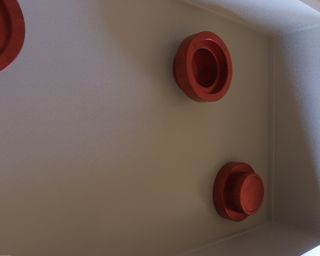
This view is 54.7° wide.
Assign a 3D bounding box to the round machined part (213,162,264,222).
[{"bbox_3d":[0.136,0.106,0.513,0.099,0.042,0.097,0,90,-40],"label":"round machined part"}]

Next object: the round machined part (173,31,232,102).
[{"bbox_3d":[0.057,-0.085,0.446,0.099,0.042,0.097,0,90,-40],"label":"round machined part"}]

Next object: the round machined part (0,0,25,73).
[{"bbox_3d":[-0.169,-0.085,0.254,0.099,0.042,0.097,0,90,-41],"label":"round machined part"}]
